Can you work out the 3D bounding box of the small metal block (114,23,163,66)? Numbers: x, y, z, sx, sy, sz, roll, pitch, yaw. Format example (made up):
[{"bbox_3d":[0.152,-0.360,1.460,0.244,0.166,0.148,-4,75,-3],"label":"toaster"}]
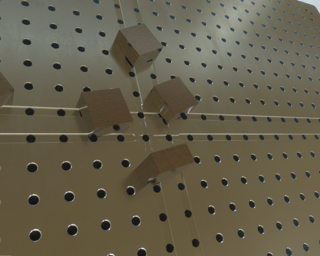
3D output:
[{"bbox_3d":[-0.032,-0.127,0.470,0.050,0.025,0.050,-30,79,-38],"label":"small metal block"}]

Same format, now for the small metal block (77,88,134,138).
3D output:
[{"bbox_3d":[-0.068,-0.020,0.385,0.050,0.025,0.050,-12,68,-33],"label":"small metal block"}]

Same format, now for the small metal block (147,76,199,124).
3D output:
[{"bbox_3d":[0.019,-0.041,0.445,0.050,0.025,0.050,-27,77,-37],"label":"small metal block"}]

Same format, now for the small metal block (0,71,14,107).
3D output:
[{"bbox_3d":[-0.195,-0.044,0.330,0.050,0.025,0.050,-34,81,-38],"label":"small metal block"}]

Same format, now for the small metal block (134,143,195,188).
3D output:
[{"bbox_3d":[0.005,0.045,0.369,0.050,0.050,0.025,-14,69,-34],"label":"small metal block"}]
